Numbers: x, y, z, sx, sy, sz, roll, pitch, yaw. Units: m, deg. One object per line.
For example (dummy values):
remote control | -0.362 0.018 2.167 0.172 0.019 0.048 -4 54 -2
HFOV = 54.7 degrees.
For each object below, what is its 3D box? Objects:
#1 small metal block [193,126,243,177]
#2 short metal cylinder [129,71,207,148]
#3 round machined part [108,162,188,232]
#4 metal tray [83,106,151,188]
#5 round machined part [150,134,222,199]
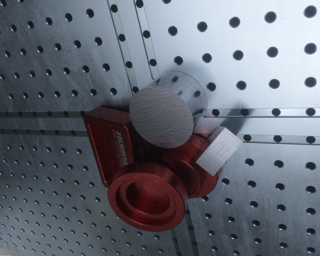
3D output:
small metal block | 0.066 0.025 0.362 0.025 0.050 0.050 40 94 1
short metal cylinder | 0.011 -0.023 0.374 0.080 0.050 0.079 13 124 20
round machined part | -0.013 0.082 0.395 0.098 0.042 0.097 7 121 12
metal tray | -0.057 0.039 0.445 0.090 0.030 0.129 14 125 38
round machined part | 0.029 0.057 0.417 0.098 0.042 0.097 13 124 20
